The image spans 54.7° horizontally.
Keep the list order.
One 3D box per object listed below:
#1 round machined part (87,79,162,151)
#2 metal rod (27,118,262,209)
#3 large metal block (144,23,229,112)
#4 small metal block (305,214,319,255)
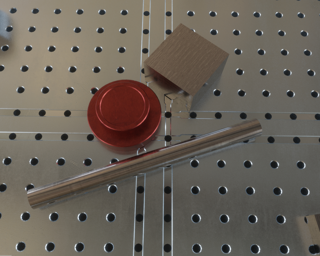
[{"bbox_3d":[-0.047,-0.022,0.410,0.099,0.042,0.098,0,70,-1],"label":"round machined part"},{"bbox_3d":[-0.013,0.043,0.395,0.302,0.025,0.025,-17,71,-7],"label":"metal rod"},{"bbox_3d":[0.035,-0.083,0.429,0.080,0.050,0.080,37,74,12],"label":"large metal block"},{"bbox_3d":[0.210,0.125,0.369,0.050,0.025,0.050,-8,70,-4],"label":"small metal block"}]
